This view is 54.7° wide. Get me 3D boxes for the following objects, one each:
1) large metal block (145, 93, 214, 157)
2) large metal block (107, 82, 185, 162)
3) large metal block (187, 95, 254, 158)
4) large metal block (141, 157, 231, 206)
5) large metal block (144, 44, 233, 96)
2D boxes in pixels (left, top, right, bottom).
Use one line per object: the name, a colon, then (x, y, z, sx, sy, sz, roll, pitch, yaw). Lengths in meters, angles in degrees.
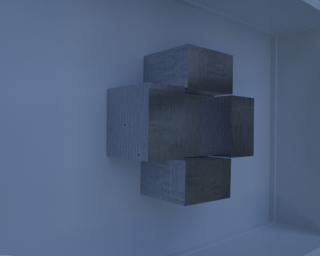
large metal block: (0.025, -0.003, 0.408, 0.081, 0.050, 0.080, 1, 90, -40)
large metal block: (-0.018, -0.006, 0.354, 0.050, 0.080, 0.080, 1, 90, -40)
large metal block: (0.084, -0.002, 0.440, 0.050, 0.080, 0.080, 1, 90, -40)
large metal block: (0.033, 0.062, 0.396, 0.081, 0.080, 0.050, 2, 89, -40)
large metal block: (0.036, -0.068, 0.398, 0.081, 0.080, 0.050, 1, 90, -40)
